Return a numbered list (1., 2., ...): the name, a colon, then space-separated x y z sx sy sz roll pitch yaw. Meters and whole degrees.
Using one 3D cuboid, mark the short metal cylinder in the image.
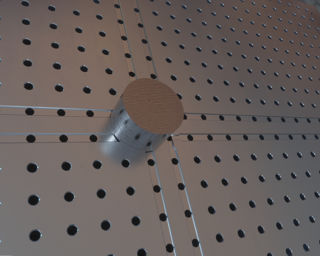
1. short metal cylinder: -0.017 -0.016 0.394 0.081 0.050 0.080 14 56 -21
